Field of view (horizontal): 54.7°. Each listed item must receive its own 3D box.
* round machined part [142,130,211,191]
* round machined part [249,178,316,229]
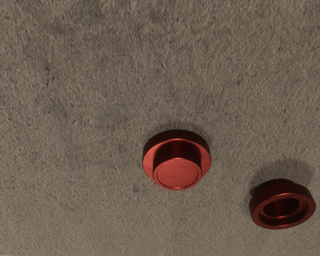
[{"bbox_3d":[0.024,0.052,0.441,0.099,0.042,0.097,-1,130,0],"label":"round machined part"},{"bbox_3d":[0.193,0.119,0.501,0.099,0.042,0.097,-1,130,0],"label":"round machined part"}]
